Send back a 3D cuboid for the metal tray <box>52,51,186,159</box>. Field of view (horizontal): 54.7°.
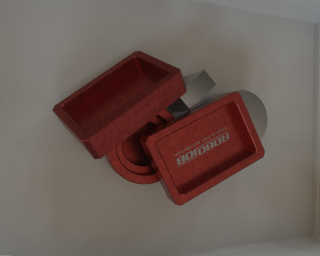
[{"bbox_3d":[-0.046,-0.033,0.356,0.131,0.090,0.030,-38,135,-17],"label":"metal tray"}]

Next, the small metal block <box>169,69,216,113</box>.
[{"bbox_3d":[0.038,-0.048,0.410,0.050,0.050,0.025,-45,105,-16],"label":"small metal block"}]

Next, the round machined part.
[{"bbox_3d":[-0.023,0.019,0.394,0.099,0.042,0.097,0,90,-21],"label":"round machined part"}]

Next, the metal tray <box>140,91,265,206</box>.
[{"bbox_3d":[0.053,0.022,0.376,0.131,0.030,0.090,-27,99,-14],"label":"metal tray"}]

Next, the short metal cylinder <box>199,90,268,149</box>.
[{"bbox_3d":[0.101,-0.011,0.434,0.081,0.050,0.079,0,90,-21],"label":"short metal cylinder"}]
